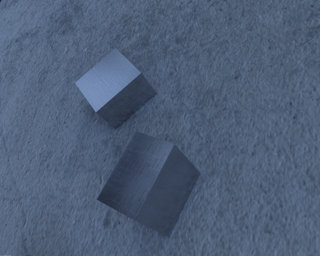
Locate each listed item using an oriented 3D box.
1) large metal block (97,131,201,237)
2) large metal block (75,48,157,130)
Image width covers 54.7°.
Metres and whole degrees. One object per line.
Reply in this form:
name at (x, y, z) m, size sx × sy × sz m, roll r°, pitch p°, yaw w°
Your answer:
large metal block at (-0.007, 0.062, 0.334) m, size 0.050 × 0.080 × 0.080 m, roll 17°, pitch 71°, yaw 34°
large metal block at (-0.065, -0.059, 0.456) m, size 0.080 × 0.050 × 0.080 m, roll -41°, pitch 51°, yaw -1°
